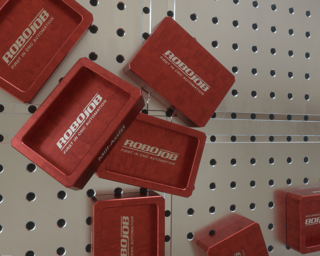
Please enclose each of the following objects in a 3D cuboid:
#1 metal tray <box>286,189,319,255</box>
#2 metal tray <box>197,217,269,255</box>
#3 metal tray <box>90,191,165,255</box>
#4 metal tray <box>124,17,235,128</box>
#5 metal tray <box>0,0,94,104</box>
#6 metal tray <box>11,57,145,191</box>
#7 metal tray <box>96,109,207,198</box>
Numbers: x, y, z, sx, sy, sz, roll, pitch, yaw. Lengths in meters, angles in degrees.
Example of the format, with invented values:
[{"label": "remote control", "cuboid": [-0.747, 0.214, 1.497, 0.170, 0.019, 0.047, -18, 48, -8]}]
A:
[{"label": "metal tray", "cuboid": [0.270, 0.148, 0.509, 0.131, 0.030, 0.090, -1, 91, -20]}, {"label": "metal tray", "cuboid": [0.118, 0.209, 0.453, 0.091, 0.030, 0.129, -21, 97, -19]}, {"label": "metal tray", "cuboid": [-0.041, 0.151, 0.394, 0.091, 0.030, 0.129, 0, 90, -20]}, {"label": "metal tray", "cuboid": [0.029, -0.072, 0.420, 0.130, 0.030, 0.090, 38, 78, -16]}, {"label": "metal tray", "cuboid": [-0.150, -0.103, 0.354, 0.090, 0.030, 0.130, 36, 78, -17]}, {"label": "metal tray", "cuboid": [-0.090, -0.007, 0.354, 0.090, 0.030, 0.130, 32, 78, 15]}, {"label": "metal tray", "cuboid": [-0.011, 0.032, 0.405, 0.131, 0.030, 0.090, 17, 84, -19]}]
